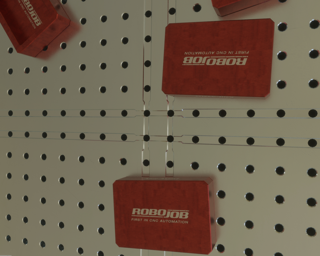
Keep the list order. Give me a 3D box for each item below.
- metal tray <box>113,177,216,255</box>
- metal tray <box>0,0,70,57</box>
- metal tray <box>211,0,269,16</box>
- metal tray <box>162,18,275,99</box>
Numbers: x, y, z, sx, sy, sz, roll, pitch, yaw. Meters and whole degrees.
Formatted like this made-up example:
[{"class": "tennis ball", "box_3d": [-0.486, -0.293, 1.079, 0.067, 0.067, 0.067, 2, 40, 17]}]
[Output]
[{"class": "metal tray", "box_3d": [0.004, 0.112, 0.409, 0.130, 0.030, 0.090, -3, 89, 20]}, {"class": "metal tray", "box_3d": [-0.209, -0.189, 0.484, 0.090, 0.030, 0.130, -36, 79, 16]}, {"class": "metal tray", "box_3d": [0.097, -0.215, 0.375, 0.090, 0.030, 0.129, -14, 85, 19]}, {"class": "metal tray", "box_3d": [0.071, -0.084, 0.385, 0.130, 0.030, 0.090, 4, 91, 20]}]
